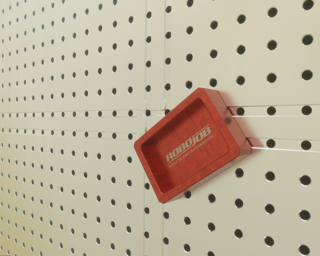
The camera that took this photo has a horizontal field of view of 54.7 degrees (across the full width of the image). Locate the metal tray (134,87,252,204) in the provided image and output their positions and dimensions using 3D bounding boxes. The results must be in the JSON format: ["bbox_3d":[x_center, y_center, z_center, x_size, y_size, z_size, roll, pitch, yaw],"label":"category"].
[{"bbox_3d":[0.033,0.024,0.377,0.129,0.030,0.090,-40,66,32],"label":"metal tray"}]
